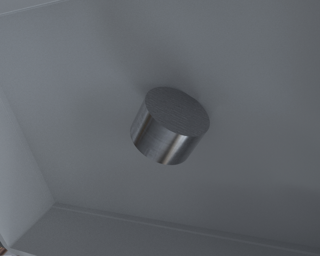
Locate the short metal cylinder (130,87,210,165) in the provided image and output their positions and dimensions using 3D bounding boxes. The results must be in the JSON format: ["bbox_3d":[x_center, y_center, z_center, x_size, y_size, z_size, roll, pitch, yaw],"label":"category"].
[{"bbox_3d":[0.011,-0.003,0.366,0.080,0.080,0.050,34,129,6],"label":"short metal cylinder"}]
